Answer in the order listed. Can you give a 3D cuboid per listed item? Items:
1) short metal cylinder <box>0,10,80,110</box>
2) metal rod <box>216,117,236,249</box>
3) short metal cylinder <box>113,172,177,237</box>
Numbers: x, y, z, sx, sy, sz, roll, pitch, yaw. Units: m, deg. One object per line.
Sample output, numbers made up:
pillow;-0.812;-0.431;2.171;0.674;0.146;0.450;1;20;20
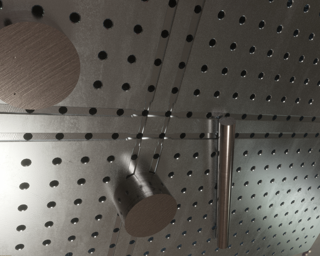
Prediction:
short metal cylinder;-0.121;-0.064;0.290;0.081;0.050;0.079;-14;125;-21
metal rod;0.114;0.112;0.545;0.025;0.025;0.298;-19;126;-18
short metal cylinder;-0.022;0.112;0.454;0.081;0.050;0.079;-14;125;-21
